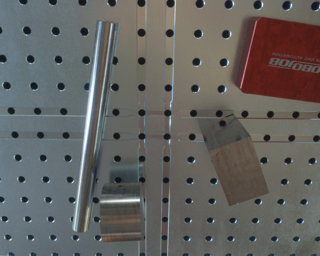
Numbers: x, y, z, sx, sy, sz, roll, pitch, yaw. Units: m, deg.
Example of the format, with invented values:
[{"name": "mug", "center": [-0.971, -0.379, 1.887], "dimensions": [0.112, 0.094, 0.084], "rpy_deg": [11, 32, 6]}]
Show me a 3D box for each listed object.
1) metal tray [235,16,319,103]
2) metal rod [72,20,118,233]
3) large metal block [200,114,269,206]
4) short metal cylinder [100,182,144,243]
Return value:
[{"name": "metal tray", "center": [0.169, -0.082, 0.383], "dimensions": [0.131, 0.030, 0.089], "rpy_deg": [7, 110, -3]}, {"name": "metal rod", "center": [-0.091, 0.012, 0.416], "dimensions": [0.025, 0.025, 0.298], "rpy_deg": [10, 110, -4]}, {"name": "large metal block", "center": [0.093, 0.039, 0.400], "dimensions": [0.050, 0.080, 0.080], "rpy_deg": [-21, 109, 7]}, {"name": "short metal cylinder", "center": [-0.049, 0.115, 0.426], "dimensions": [0.050, 0.080, 0.079], "rpy_deg": [-2, 110, 0]}]
